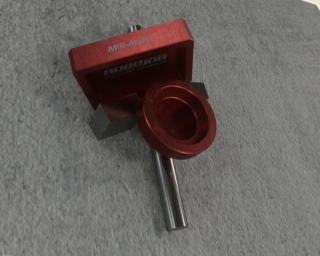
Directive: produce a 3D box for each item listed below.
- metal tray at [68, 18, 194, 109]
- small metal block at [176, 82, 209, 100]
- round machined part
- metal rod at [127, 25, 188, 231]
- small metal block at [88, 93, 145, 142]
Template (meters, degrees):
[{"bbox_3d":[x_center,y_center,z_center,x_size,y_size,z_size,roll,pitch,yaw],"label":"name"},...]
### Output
[{"bbox_3d":[-0.028,-0.070,0.363,0.131,0.090,0.030,-17,67,-4],"label":"metal tray"},{"bbox_3d":[0.031,-0.040,0.432,0.050,0.050,0.025,-2,63,-29],"label":"small metal block"},{"bbox_3d":[0.016,-0.007,0.373,0.099,0.042,0.098,14,59,-24],"label":"round machined part"},{"bbox_3d":[-0.009,-0.018,0.413,0.025,0.025,0.299,2,61,-28],"label":"metal rod"},{"bbox_3d":[-0.051,-0.013,0.370,0.050,0.050,0.025,-21,73,-36],"label":"small metal block"}]
